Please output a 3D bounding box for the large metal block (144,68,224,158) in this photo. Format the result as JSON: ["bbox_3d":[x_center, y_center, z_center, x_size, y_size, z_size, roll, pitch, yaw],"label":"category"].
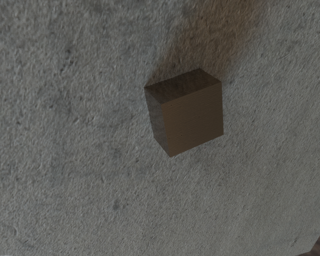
[{"bbox_3d":[0.032,-0.021,0.397,0.081,0.050,0.080,-22,127,-16],"label":"large metal block"}]
